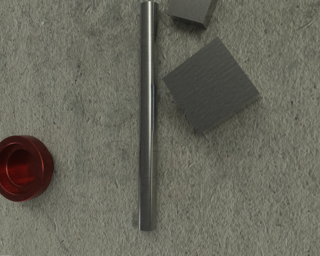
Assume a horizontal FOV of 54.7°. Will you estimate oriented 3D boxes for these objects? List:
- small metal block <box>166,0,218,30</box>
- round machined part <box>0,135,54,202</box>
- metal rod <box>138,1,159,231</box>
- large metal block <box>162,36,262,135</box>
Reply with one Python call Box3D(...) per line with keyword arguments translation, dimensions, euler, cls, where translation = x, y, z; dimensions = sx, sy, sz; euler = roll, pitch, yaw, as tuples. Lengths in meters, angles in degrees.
Box3D(translation=(0.043, -0.159, 0.394), dimensions=(0.050, 0.025, 0.050), euler=(22, 97, 18), cls="small metal block")
Box3D(translation=(-0.203, 0.060, 0.472), dimensions=(0.098, 0.042, 0.097), euler=(0, 90, 20), cls="round machined part")
Box3D(translation=(-0.015, -0.015, 0.414), dimensions=(0.025, 0.025, 0.298), euler=(1, 90, 20), cls="metal rod")
Box3D(translation=(0.063, -0.048, 0.373), dimensions=(0.080, 0.050, 0.080), euler=(-35, 79, 16), cls="large metal block")
